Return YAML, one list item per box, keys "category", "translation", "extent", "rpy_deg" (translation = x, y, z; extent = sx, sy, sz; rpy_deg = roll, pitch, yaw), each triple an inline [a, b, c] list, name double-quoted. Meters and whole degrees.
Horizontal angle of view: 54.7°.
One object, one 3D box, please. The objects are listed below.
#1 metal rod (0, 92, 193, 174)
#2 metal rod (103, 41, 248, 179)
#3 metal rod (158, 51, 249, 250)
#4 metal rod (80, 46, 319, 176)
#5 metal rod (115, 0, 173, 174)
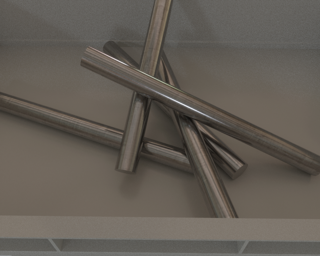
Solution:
- category: "metal rod"
  translation: [-0.091, 0.002, 0.402]
  extent: [0.301, 0.025, 0.025]
  rpy_deg: [17, 52, 13]
- category: "metal rod"
  translation: [0.005, -0.042, 0.439]
  extent: [0.025, 0.025, 0.300]
  rpy_deg: [-29, 56, -22]
- category: "metal rod"
  translation: [0.031, -0.005, 0.375]
  extent: [0.025, 0.025, 0.300]
  rpy_deg: [-11, 51, -10]
- category: "metal rod"
  translation: [0.052, -0.018, 0.360]
  extent: [0.301, 0.025, 0.025]
  rpy_deg: [25, 52, -4]
- category: "metal rod"
  translation: [-0.011, -0.090, 0.395]
  extent: [0.025, 0.025, 0.299]
  rpy_deg: [9, 72, 7]
